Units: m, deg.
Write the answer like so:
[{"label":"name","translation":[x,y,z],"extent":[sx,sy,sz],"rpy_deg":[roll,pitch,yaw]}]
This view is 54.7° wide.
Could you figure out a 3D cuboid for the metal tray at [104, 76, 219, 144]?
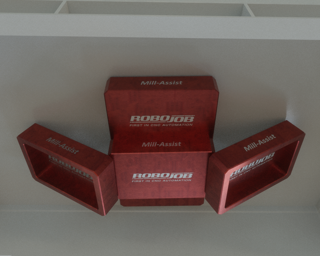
[{"label":"metal tray","translation":[0.002,-0.018,0.387],"extent":[0.131,0.030,0.089],"rpy_deg":[-1,130,0]}]

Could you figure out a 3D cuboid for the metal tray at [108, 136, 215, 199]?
[{"label":"metal tray","translation":[0.003,0.054,0.410],"extent":[0.131,0.030,0.089],"rpy_deg":[-1,130,0]}]

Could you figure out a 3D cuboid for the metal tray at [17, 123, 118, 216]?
[{"label":"metal tray","translation":[-0.120,0.055,0.409],"extent":[0.130,0.030,0.089],"rpy_deg":[21,135,21]}]

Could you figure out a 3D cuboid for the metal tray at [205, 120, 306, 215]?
[{"label":"metal tray","translation":[0.123,0.051,0.407],"extent":[0.131,0.030,0.089],"rpy_deg":[-21,134,-21]}]

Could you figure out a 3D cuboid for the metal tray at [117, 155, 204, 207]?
[{"label":"metal tray","translation":[0.003,0.080,0.470],"extent":[0.131,0.030,0.089],"rpy_deg":[-1,130,0]}]
